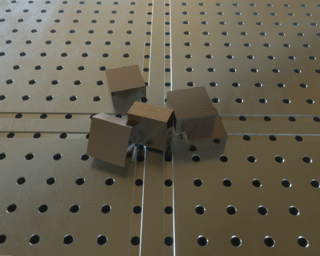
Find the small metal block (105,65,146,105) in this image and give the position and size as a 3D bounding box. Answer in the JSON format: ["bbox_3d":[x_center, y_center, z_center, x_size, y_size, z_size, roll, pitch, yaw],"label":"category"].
[{"bbox_3d":[-0.051,-0.065,0.462,0.050,0.025,0.050,-12,51,-10],"label":"small metal block"}]

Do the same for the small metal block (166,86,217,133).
[{"bbox_3d":[0.039,-0.024,0.396,0.050,0.025,0.050,-9,51,-9],"label":"small metal block"}]

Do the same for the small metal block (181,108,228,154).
[{"bbox_3d":[0.055,0.003,0.406,0.050,0.025,0.050,-8,51,-7],"label":"small metal block"}]

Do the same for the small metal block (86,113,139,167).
[{"bbox_3d":[-0.058,0.014,0.376,0.050,0.050,0.025,16,17,12],"label":"small metal block"}]

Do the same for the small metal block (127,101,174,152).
[{"bbox_3d":[-0.011,-0.002,0.390,0.050,0.050,0.025,14,45,14],"label":"small metal block"}]
